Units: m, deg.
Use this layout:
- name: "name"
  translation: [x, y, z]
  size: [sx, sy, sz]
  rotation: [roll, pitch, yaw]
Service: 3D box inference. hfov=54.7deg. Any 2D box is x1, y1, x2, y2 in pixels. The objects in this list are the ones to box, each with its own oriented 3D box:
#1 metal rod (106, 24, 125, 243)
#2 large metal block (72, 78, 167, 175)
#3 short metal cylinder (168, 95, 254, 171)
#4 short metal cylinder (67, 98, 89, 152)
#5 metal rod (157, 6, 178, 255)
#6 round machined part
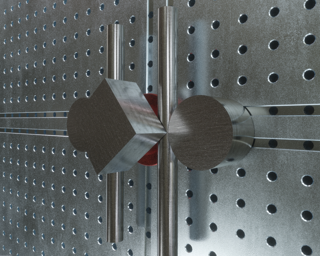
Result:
- name: "metal rod"
  translation: [-0.063, 0.007, 0.434]
  size: [0.025, 0.025, 0.298]
  rotation: [1, 90, 40]
- name: "large metal block"
  translation: [-0.051, -0.001, 0.374]
  size: [0.080, 0.050, 0.080]
  rotation: [-46, 63, 30]
- name: "short metal cylinder"
  translation: [0.056, 0.005, 0.346]
  size: [0.080, 0.050, 0.080]
  rotation: [0, 90, 40]
- name: "short metal cylinder"
  translation: [-0.097, -0.005, 0.474]
  size: [0.080, 0.050, 0.080]
  rotation: [0, 90, 40]
- name: "metal rod"
  translation: [0.009, 0.006, 0.375]
  size: [0.025, 0.025, 0.298]
  rotation: [0, 90, 40]
- name: "round machined part"
  translation: [-0.018, 0.002, 0.414]
  size: [0.098, 0.042, 0.097]
  rotation: [0, 90, 40]
